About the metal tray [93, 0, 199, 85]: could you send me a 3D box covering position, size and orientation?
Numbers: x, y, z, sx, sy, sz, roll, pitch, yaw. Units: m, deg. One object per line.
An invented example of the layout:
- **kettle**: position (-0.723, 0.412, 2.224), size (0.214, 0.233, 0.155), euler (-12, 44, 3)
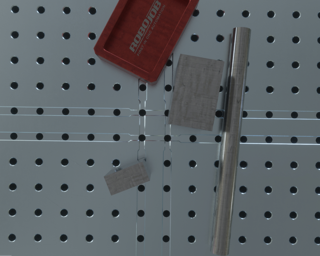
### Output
- **metal tray**: position (-0.017, -0.134, 0.410), size (0.090, 0.030, 0.130), euler (28, 90, -1)

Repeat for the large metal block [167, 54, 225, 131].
- **large metal block**: position (0.041, -0.040, 0.386), size (0.050, 0.080, 0.080), euler (10, 90, 0)

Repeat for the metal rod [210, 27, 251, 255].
- **metal rod**: position (0.094, 0.017, 0.414), size (0.025, 0.025, 0.298), euler (6, 90, -1)

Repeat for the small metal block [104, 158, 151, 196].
- **small metal block**: position (-0.040, 0.061, 0.400), size (0.050, 0.050, 0.025), euler (-21, 90, 0)
